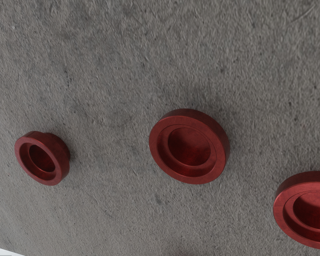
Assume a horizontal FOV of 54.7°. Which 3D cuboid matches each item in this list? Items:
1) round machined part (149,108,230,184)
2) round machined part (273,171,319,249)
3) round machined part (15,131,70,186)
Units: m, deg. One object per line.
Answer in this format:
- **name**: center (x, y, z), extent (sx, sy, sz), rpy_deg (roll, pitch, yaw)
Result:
- **round machined part**: center (0.039, 0.019, 0.387), extent (0.098, 0.042, 0.097), rpy_deg (13, 124, 21)
- **round machined part**: center (0.184, 0.088, 0.353), extent (0.098, 0.042, 0.097), rpy_deg (13, 124, 21)
- **round machined part**: center (-0.193, 0.047, 0.527), extent (0.098, 0.042, 0.097), rpy_deg (13, 124, 21)
